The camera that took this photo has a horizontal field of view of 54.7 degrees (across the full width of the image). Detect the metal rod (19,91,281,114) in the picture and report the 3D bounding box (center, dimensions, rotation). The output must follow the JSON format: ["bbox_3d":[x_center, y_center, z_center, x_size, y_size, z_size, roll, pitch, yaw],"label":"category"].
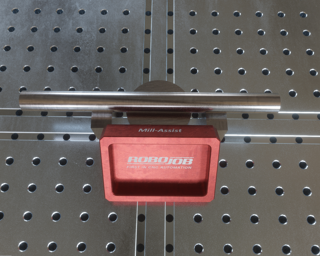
[{"bbox_3d":[-0.012,-0.031,0.369,0.302,0.025,0.025,1,70,0],"label":"metal rod"}]

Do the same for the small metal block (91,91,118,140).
[{"bbox_3d":[-0.071,-0.015,0.404,0.025,0.050,0.050,-1,70,0],"label":"small metal block"}]

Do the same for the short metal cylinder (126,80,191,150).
[{"bbox_3d":[-0.001,-0.015,0.404,0.081,0.050,0.080,0,70,0],"label":"short metal cylinder"}]

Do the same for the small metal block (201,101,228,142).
[{"bbox_3d":[0.069,-0.012,0.403,0.025,0.050,0.050,-1,70,0],"label":"small metal block"}]

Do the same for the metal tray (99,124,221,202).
[{"bbox_3d":[0.000,0.042,0.364,0.131,0.089,0.030,0,27,0],"label":"metal tray"}]
